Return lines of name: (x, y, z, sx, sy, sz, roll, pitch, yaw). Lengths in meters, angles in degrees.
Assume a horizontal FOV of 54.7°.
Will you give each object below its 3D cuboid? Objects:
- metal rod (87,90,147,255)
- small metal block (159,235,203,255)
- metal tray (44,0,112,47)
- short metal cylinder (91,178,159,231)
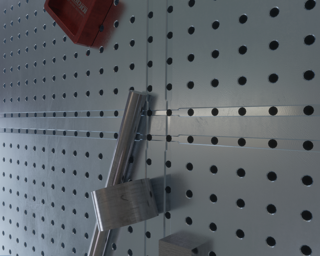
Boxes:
metal rod: (-0.070, 0.090, 0.467, 0.025, 0.025, 0.298, 26, 106, 37)
small metal block: (0.026, 0.168, 0.388, 0.050, 0.025, 0.050, 0, 90, 40)
metal tray: (-0.142, -0.210, 0.523, 0.130, 0.030, 0.089, 49, 119, 29)
short metal cylinder: (-0.046, 0.101, 0.412, 0.080, 0.081, 0.050, -23, 75, 37)
